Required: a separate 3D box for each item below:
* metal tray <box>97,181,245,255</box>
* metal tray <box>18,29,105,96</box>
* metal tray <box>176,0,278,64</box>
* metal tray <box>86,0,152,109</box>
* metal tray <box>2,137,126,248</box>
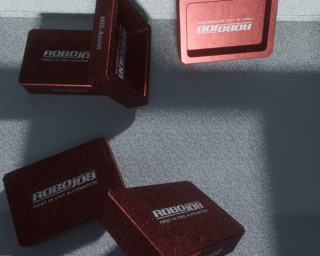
[{"bbox_3d":[0.016,0.095,0.310,0.090,0.131,0.030,38,111,36],"label":"metal tray"},{"bbox_3d":[-0.123,-0.094,0.440,0.131,0.030,0.090,2,70,0],"label":"metal tray"},{"bbox_3d":[0.090,-0.141,0.428,0.131,0.089,0.030,-6,30,-2],"label":"metal tray"},{"bbox_3d":[-0.049,-0.101,0.410,0.030,0.090,0.130,-9,67,28],"label":"metal tray"},{"bbox_3d":[-0.112,0.076,0.378,0.131,0.030,0.090,-21,72,-8],"label":"metal tray"}]
